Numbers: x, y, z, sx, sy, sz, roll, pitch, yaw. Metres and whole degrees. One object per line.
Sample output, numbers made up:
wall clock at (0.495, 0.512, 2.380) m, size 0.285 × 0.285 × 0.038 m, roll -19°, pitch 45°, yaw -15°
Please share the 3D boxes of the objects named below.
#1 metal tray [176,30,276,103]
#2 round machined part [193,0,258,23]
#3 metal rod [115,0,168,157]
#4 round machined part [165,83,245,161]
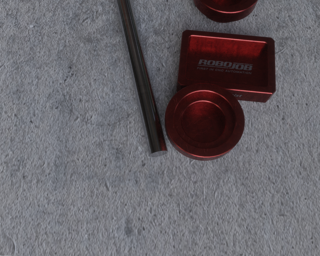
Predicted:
metal tray at (0.093, -0.088, 0.438) m, size 0.131 × 0.030 × 0.090 m, roll 6°, pitch 70°, yaw 1°
round machined part at (0.099, -0.202, 0.474) m, size 0.099 × 0.042 × 0.098 m, roll 0°, pitch 70°, yaw -1°
metal rod at (-0.035, -0.104, 0.445) m, size 0.025 × 0.025 × 0.299 m, roll -12°, pitch 71°, yaw -5°
round machined part at (0.055, -0.005, 0.401) m, size 0.099 × 0.042 × 0.098 m, roll 0°, pitch 72°, yaw 0°
